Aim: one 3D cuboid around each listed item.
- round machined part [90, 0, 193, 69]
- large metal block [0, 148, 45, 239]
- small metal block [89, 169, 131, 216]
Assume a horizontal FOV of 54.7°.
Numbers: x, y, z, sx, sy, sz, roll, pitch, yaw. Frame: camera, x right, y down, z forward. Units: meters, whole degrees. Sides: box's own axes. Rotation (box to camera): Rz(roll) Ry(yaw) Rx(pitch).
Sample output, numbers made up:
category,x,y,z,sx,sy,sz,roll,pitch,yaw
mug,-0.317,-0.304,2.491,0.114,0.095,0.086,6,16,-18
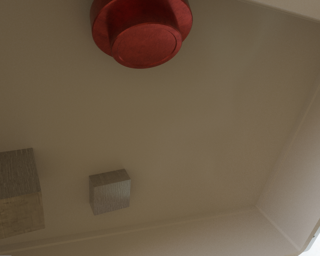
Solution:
category,x,y,z,sx,sy,sz,roll,pitch,yaw
round machined part,-0.016,-0.094,0.301,0.099,0.042,0.098,-10,158,-4
large metal block,-0.170,0.068,0.323,0.081,0.080,0.050,-8,122,-25
small metal block,-0.069,0.088,0.427,0.050,0.025,0.050,-9,122,-24
